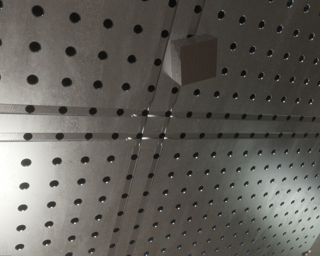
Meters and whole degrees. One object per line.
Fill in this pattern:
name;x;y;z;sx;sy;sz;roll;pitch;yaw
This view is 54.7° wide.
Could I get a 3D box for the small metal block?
small metal block;0.042;-0.085;0.383;0.050;0.025;0.050;-18;126;-19
